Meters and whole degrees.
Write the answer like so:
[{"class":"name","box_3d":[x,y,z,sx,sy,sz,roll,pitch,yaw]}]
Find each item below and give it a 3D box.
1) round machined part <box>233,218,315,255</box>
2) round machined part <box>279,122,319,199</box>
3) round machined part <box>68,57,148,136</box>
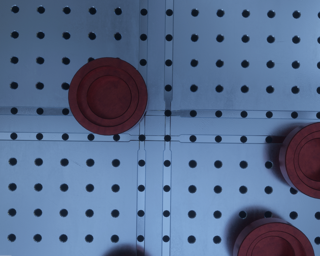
[{"class":"round machined part","box_3d":[0.145,0.166,0.407,0.099,0.042,0.097,0,90,-1]},{"class":"round machined part","box_3d":[0.205,0.040,0.408,0.099,0.042,0.097,0,90,-1]},{"class":"round machined part","box_3d":[-0.064,-0.039,0.404,0.099,0.042,0.097,0,90,-1]}]
